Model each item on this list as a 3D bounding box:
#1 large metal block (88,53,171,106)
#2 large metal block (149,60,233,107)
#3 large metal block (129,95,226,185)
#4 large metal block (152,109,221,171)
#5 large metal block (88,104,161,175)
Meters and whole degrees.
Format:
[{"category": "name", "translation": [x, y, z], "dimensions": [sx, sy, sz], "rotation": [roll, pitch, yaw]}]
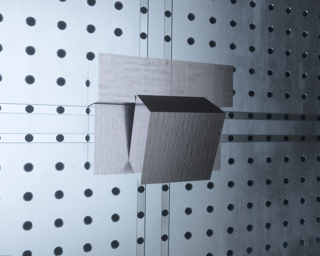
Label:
[{"category": "large metal block", "translation": [-0.039, -0.052, 0.368], "dimensions": [0.081, 0.080, 0.050], "rotation": [1, 90, -20]}, {"category": "large metal block", "translation": [0.037, -0.051, 0.397], "dimensions": [0.081, 0.080, 0.050], "rotation": [1, 90, -20]}, {"category": "large metal block", "translation": [0.015, 0.011, 0.335], "dimensions": [0.081, 0.050, 0.079], "rotation": [0, 114, -21]}, {"category": "large metal block", "translation": [0.032, 0.014, 0.410], "dimensions": [0.081, 0.050, 0.079], "rotation": [1, 90, -21]}, {"category": "large metal block", "translation": [-0.044, 0.013, 0.382], "dimensions": [0.081, 0.050, 0.079], "rotation": [1, 90, -21]}]
